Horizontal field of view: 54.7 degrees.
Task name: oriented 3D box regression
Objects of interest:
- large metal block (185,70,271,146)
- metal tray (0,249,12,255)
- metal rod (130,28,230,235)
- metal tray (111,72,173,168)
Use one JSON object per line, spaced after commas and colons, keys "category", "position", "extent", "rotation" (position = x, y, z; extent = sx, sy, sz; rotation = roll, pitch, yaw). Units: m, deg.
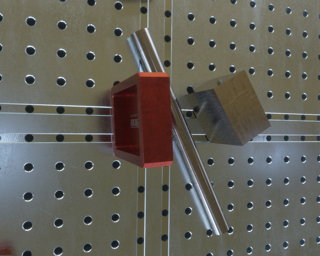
{"category": "large metal block", "position": [0.089, -0.025, 0.418], "extent": [0.050, 0.080, 0.080], "rotation": [-32, 101, -17]}
{"category": "metal tray", "position": [-0.202, 0.210, 0.335], "extent": [0.091, 0.030, 0.129], "rotation": [-9, 93, -20]}
{"category": "metal rod", "position": [0.031, 0.011, 0.425], "extent": [0.025, 0.025, 0.299], "rotation": [-26, 99, -18]}
{"category": "metal tray", "position": [-0.025, -0.008, 0.348], "extent": [0.030, 0.130, 0.089], "rotation": [-3, 91, -20]}
